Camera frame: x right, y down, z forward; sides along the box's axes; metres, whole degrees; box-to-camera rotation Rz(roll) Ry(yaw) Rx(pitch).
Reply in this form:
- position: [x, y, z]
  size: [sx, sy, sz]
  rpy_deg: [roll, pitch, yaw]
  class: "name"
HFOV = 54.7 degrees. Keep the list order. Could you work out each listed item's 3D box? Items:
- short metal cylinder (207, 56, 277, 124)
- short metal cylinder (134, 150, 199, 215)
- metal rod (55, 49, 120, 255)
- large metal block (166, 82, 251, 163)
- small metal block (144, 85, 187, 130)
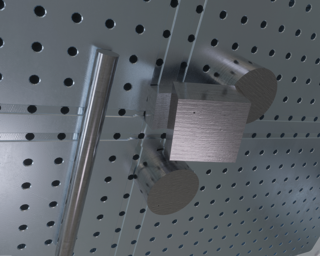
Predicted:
- position: [0.111, -0.052, 0.424]
  size: [0.081, 0.050, 0.079]
  rpy_deg: [-14, 124, -21]
  class: "short metal cylinder"
- position: [0.009, 0.078, 0.449]
  size: [0.081, 0.050, 0.079]
  rpy_deg: [-14, 124, -21]
  class: "short metal cylinder"
- position: [-0.097, 0.050, 0.389]
  size: [0.025, 0.025, 0.298]
  rpy_deg: [3, 117, -30]
  class: "metal rod"
- position: [0.053, -0.007, 0.372]
  size: [0.081, 0.050, 0.079]
  rpy_deg: [3, 119, -7]
  class: "large metal block"
- position: [0.011, -0.027, 0.400]
  size: [0.050, 0.025, 0.050]
  rpy_deg: [-5, 121, -26]
  class: "small metal block"
